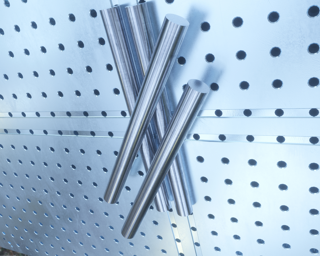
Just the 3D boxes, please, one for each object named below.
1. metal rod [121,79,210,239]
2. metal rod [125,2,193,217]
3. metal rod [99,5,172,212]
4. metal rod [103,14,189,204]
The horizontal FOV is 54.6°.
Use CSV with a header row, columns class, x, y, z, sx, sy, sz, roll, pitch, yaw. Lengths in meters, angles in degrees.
class,x,y,z,sx,sy,sz,roll,pitch,yaw
metal rod,-0.005,0.063,0.421,0.025,0.025,0.298,30,128,9
metal rod,0.005,-0.005,0.406,0.025,0.025,0.298,1,119,28
metal rod,-0.026,-0.008,0.421,0.025,0.025,0.298,1,119,28
metal rod,-0.030,0.001,0.397,0.025,0.025,0.298,30,128,9
